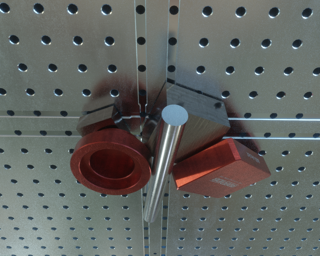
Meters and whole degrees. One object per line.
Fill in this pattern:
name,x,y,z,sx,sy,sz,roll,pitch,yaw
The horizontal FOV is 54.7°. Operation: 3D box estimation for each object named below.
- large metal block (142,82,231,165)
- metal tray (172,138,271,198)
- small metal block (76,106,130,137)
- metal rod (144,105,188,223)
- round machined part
large metal block,0.029,-0.001,0.391,0.081,0.050,0.079,18,128,-15
metal tray,0.087,0.060,0.423,0.090,0.030,0.131,-31,149,24
small metal block,-0.074,0.004,0.410,0.050,0.025,0.050,-17,128,14
metal rod,-0.001,0.070,0.414,0.025,0.025,0.298,5,146,-4
round machined part,-0.059,0.039,0.392,0.099,0.042,0.097,2,131,2
